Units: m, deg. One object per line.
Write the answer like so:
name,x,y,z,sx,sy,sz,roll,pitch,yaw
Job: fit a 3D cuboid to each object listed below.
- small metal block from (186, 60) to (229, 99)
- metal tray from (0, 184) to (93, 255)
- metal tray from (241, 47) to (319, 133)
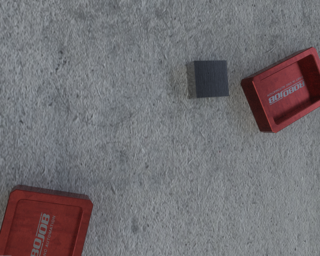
small metal block,0.066,-0.067,0.433,0.050,0.025,0.050,-5,92,-20
metal tray,-0.137,0.138,0.355,0.091,0.030,0.129,14,85,-20
metal tray,0.198,-0.059,0.478,0.131,0.030,0.090,-28,99,-18
